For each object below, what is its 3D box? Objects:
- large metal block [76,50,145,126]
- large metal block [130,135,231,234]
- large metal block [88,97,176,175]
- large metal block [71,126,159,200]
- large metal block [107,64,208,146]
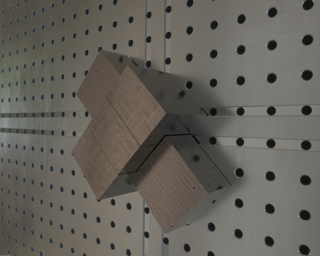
[{"bbox_3d":[-0.064,-0.051,0.440,0.080,0.050,0.080,52,121,27],"label":"large metal block"},{"bbox_3d":[0.022,0.065,0.373,0.080,0.050,0.080,-52,60,28],"label":"large metal block"},{"bbox_3d":[-0.031,0.008,0.398,0.050,0.081,0.080,-52,60,27],"label":"large metal block"},{"bbox_3d":[-0.059,0.044,0.420,0.050,0.081,0.080,-52,60,27],"label":"large metal block"},{"bbox_3d":[-0.003,-0.027,0.375,0.050,0.081,0.080,-52,60,27],"label":"large metal block"}]
